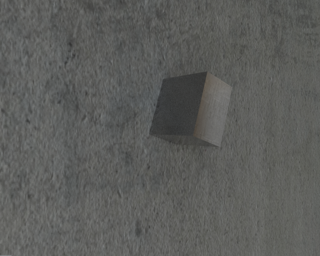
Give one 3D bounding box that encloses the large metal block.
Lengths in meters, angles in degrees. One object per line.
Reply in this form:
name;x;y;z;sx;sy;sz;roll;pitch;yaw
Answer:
large metal block;0.039;-0.022;0.404;0.050;0.080;0.080;23;76;-38
